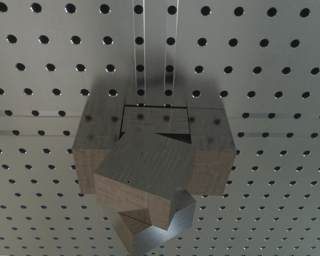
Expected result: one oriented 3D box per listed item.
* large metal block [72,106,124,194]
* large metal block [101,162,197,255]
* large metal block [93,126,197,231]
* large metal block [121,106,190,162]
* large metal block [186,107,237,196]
[{"bbox_3d":[-0.074,0.028,0.399,0.050,0.080,0.079,1,130,-2],"label":"large metal block"},{"bbox_3d":[-0.016,0.091,0.365,0.081,0.080,0.050,-21,136,-27],"label":"large metal block"},{"bbox_3d":[-0.014,0.051,0.335,0.080,0.080,0.050,17,131,15],"label":"large metal block"},{"bbox_3d":[-0.007,0.020,0.409,0.081,0.050,0.079,2,130,-2],"label":"large metal block"},{"bbox_3d":[0.058,0.030,0.402,0.050,0.080,0.079,3,130,-3],"label":"large metal block"}]
